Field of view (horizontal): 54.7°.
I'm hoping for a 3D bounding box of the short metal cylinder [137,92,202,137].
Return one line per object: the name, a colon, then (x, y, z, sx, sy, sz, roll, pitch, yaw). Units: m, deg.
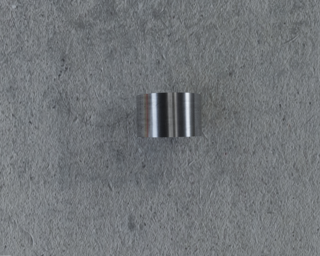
short metal cylinder: (0.011, -0.015, 0.384, 0.081, 0.080, 0.050, -1, 90, -1)
